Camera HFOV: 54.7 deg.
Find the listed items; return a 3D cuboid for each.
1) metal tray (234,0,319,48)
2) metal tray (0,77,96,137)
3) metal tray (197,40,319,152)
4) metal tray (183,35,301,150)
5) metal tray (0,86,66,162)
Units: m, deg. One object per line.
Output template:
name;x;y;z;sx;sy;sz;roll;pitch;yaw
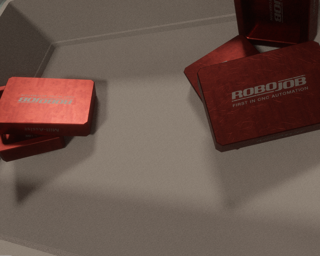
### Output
metal tray;0.134;-0.157;0.362;0.090;0.130;0.030;19;60;35
metal tray;-0.168;-0.033;0.466;0.131;0.030;0.090;2;52;-4
metal tray;0.113;-0.033;0.329;0.131;0.030;0.090;-14;71;4
metal tray;0.096;-0.048;0.381;0.090;0.030;0.130;-31;52;7
metal tray;-0.208;-0.017;0.488;0.091;0.030;0.130;-14;55;-15
